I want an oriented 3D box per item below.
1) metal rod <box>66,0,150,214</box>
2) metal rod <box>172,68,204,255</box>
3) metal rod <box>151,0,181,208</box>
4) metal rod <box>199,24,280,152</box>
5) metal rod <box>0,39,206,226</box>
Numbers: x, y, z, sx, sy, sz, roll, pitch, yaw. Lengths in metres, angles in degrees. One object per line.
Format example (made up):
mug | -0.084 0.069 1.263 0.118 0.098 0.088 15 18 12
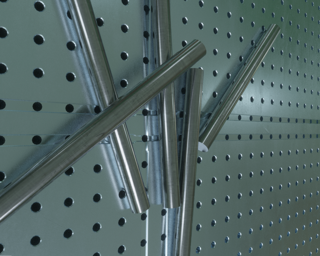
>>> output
metal rod | -0.062 -0.040 0.358 0.025 0.025 0.298 -25 106 -38
metal rod | 0.040 0.064 0.444 0.025 0.025 0.298 8 85 -40
metal rod | 0.007 -0.042 0.417 0.025 0.025 0.298 -6 94 -40
metal rod | 0.140 -0.081 0.529 0.025 0.025 0.301 51 60 -28
metal rod | -0.056 -0.008 0.334 0.301 0.025 0.025 -42 116 -22
